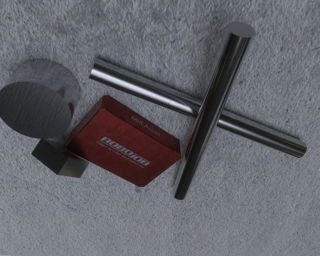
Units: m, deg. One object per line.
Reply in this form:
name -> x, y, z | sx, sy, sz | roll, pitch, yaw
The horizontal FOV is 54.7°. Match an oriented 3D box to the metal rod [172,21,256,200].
metal rod -> 0.052, 0.009, 0.384 | 0.025, 0.025, 0.298 | 6, 139, -5

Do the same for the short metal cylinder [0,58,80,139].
short metal cylinder -> -0.139, -0.033, 0.361 | 0.081, 0.050, 0.079 | 0, 130, 0

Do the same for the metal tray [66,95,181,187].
metal tray -> -0.047, 0.024, 0.423 | 0.130, 0.030, 0.090 | 33, 123, -25

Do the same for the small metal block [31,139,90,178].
small metal block -> -0.130, 0.040, 0.409 | 0.025, 0.050, 0.050 | -58, 158, -2

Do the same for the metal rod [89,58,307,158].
metal rod -> 0.060, -0.018, 0.391 | 0.302, 0.025, 0.025 | 20, 127, -17
